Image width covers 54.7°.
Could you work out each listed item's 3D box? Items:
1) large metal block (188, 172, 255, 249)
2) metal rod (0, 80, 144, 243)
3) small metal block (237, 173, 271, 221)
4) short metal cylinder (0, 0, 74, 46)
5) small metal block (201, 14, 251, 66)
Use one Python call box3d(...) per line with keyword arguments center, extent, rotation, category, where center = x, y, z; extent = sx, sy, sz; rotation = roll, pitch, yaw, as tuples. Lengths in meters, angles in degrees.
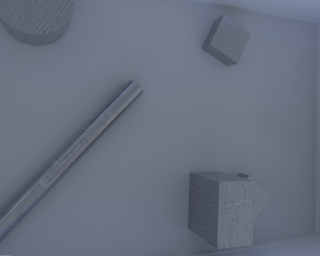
box3d(center=(0.079, 0.104, 0.412), extent=(0.050, 0.080, 0.079), rotation=(2, 89, -20), category="large metal block")
box3d(center=(-0.128, 0.055, 0.363), extent=(0.025, 0.025, 0.301), rotation=(46, 76, -15), category="metal rod")
box3d(center=(0.127, 0.104, 0.459), extent=(0.050, 0.025, 0.050), rotation=(45, 76, -15), category="small metal block")
box3d(center=(-0.140, -0.138, 0.346), extent=(0.081, 0.050, 0.079), rotation=(0, 90, -21), category="short metal cylinder")
box3d(center=(0.096, -0.125, 0.447), extent=(0.050, 0.025, 0.050), rotation=(28, 81, -18), category="small metal block")
